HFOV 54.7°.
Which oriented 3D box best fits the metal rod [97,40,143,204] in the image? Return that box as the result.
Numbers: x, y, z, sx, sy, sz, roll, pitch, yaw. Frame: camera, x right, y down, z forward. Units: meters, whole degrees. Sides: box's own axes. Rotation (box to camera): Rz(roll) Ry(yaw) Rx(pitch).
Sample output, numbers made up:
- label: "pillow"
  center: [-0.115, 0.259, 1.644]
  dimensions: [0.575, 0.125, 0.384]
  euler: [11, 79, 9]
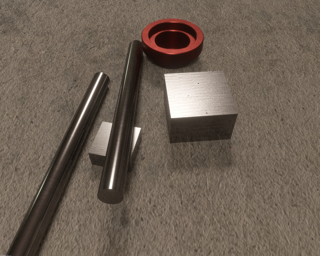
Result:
- label: "metal rod"
  center: [-0.043, -0.035, 0.405]
  dimensions: [0.025, 0.025, 0.300]
  euler: [1, 42, 1]

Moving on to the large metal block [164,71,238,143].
- label: "large metal block"
  center: [0.049, -0.029, 0.412]
  dimensions: [0.081, 0.050, 0.080]
  euler: [-4, 50, -4]

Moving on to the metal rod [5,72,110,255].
- label: "metal rod"
  center: [-0.114, 0.039, 0.368]
  dimensions: [0.025, 0.025, 0.300]
  euler: [8, 50, 6]

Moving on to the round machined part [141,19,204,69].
- label: "round machined part"
  center: [0.020, -0.134, 0.505]
  dimensions: [0.099, 0.042, 0.098]
  euler: [0, 50, 0]

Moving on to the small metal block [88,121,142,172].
- label: "small metal block"
  center: [-0.054, 0.023, 0.384]
  dimensions: [0.050, 0.025, 0.050]
  euler: [10, 51, 7]
